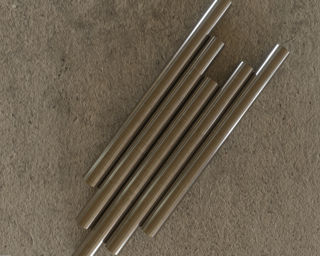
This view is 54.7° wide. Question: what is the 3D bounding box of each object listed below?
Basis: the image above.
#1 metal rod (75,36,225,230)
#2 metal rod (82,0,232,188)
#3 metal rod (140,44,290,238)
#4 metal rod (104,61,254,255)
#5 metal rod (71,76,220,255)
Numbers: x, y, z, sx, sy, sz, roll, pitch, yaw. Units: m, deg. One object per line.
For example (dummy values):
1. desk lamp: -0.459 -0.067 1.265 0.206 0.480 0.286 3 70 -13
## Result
1. metal rod: -0.013 0.006 0.411 0.025 0.025 0.299 36 90 -1
2. metal rod: -0.004 -0.049 0.411 0.025 0.025 0.299 36 90 -1
3. metal rod: 0.073 0.017 0.412 0.025 0.025 0.299 36 90 -1
4. metal rod: 0.026 0.039 0.411 0.025 0.025 0.299 36 90 -1
5. metal rod: -0.020 0.059 0.411 0.025 0.025 0.299 36 90 -1
